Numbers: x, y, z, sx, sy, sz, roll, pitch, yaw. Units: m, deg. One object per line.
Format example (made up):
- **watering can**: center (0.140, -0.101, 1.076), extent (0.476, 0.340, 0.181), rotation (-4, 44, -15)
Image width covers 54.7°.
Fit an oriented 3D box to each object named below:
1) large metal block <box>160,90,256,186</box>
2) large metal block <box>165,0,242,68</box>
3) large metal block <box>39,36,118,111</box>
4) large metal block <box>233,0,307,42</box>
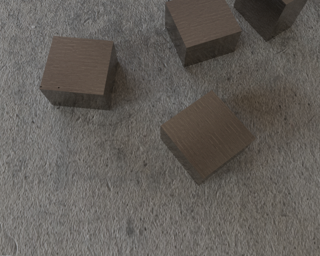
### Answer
- **large metal block**: center (0.057, 0.013, 0.390), extent (0.080, 0.050, 0.080), rotation (-35, 74, -12)
- **large metal block**: center (0.059, -0.145, 0.448), extent (0.080, 0.050, 0.080), rotation (-19, 71, -7)
- **large metal block**: center (-0.106, -0.073, 0.421), extent (0.080, 0.050, 0.080), rotation (6, 70, 2)
- **large metal block**: center (0.160, -0.188, 0.449), extent (0.050, 0.080, 0.080), rotation (-32, 73, -11)
